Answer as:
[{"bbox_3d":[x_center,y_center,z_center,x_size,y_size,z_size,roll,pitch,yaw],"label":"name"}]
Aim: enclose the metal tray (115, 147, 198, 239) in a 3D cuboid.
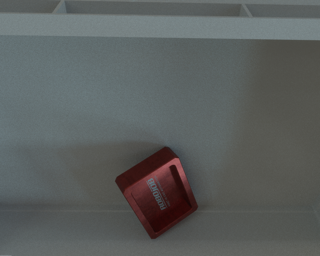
[{"bbox_3d":[0.000,0.100,0.465,0.090,0.030,0.129,-32,129,-12],"label":"metal tray"}]
